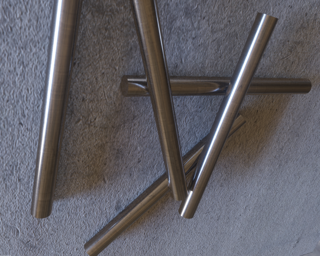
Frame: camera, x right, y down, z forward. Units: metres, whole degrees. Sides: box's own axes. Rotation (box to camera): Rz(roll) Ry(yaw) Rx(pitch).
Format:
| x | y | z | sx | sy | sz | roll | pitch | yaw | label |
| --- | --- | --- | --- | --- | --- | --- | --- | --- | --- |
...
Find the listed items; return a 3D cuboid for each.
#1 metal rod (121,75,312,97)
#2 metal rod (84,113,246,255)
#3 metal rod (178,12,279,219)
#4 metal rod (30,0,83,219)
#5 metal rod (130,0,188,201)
| x | y | z | sx | sy | sz | roll | pitch | yaw | label |
| --- | --- | --- | --- | --- | --- | --- | --- | --- | --- |
| 0.094 | -0.057 | 0.422 | 0.303 | 0.025 | 0.025 | -4 | 120 | -27 | metal rod |
| 0.007 | 0.083 | 0.461 | 0.300 | 0.025 | 0.025 | -42 | 129 | 0 | metal rod |
| 0.083 | 0.000 | 0.417 | 0.025 | 0.025 | 0.298 | 4 | 116 | -30 | metal rod |
| -0.111 | -0.026 | 0.329 | 0.025 | 0.025 | 0.298 | 2 | 118 | -29 | metal rod |
| 0.004 | -0.024 | 0.360 | 0.025 | 0.025 | 0.298 | -23 | 127 | -15 | metal rod |
